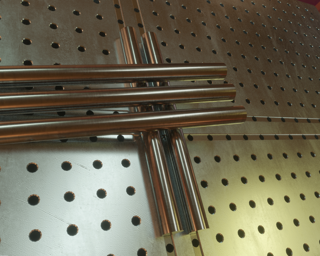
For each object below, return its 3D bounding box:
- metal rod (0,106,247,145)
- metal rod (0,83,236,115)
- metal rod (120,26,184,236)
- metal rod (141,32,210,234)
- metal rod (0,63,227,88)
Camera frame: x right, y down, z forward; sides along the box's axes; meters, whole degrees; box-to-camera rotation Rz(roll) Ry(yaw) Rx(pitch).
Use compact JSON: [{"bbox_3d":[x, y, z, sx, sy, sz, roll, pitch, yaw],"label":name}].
[{"bbox_3d":[-0.029,-0.007,0.371,0.303,0.025,0.025,-5,64,-21],"label":"metal rod"},{"bbox_3d":[-0.038,-0.038,0.386,0.303,0.025,0.025,-5,64,-22],"label":"metal rod"},{"bbox_3d":[-0.017,-0.014,0.409,0.025,0.025,0.299,1,61,-28],"label":"metal rod"},{"bbox_3d":[0.014,-0.011,0.424,0.025,0.025,0.299,1,61,-28],"label":"metal rod"},{"bbox_3d":[-0.047,-0.070,0.400,0.303,0.025,0.025,-6,65,-22],"label":"metal rod"}]
